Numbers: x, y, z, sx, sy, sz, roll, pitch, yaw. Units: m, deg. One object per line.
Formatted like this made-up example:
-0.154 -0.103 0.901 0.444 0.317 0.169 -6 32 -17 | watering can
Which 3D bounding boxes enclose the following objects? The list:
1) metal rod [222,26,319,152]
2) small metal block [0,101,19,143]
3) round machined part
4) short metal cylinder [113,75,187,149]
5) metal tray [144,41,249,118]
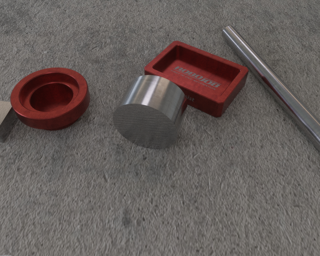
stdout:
0.171 -0.061 0.455 0.025 0.025 0.300 -15 52 -13 | metal rod
-0.223 -0.010 0.410 0.050 0.025 0.050 7 50 5 | small metal block
-0.144 -0.035 0.421 0.099 0.042 0.098 0 50 0 | round machined part
-0.011 -0.018 0.383 0.080 0.080 0.050 13 51 10 | short metal cylinder
0.053 -0.078 0.465 0.130 0.030 0.090 27 55 21 | metal tray
